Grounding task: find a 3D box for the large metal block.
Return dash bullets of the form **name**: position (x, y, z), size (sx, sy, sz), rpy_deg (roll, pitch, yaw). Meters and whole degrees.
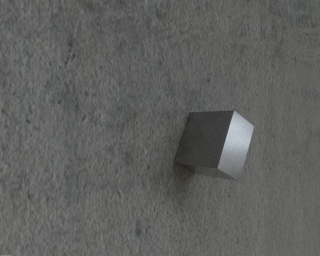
- **large metal block**: position (0.074, 0.023, 0.434), size (0.050, 0.080, 0.080), rpy_deg (31, 71, -36)
